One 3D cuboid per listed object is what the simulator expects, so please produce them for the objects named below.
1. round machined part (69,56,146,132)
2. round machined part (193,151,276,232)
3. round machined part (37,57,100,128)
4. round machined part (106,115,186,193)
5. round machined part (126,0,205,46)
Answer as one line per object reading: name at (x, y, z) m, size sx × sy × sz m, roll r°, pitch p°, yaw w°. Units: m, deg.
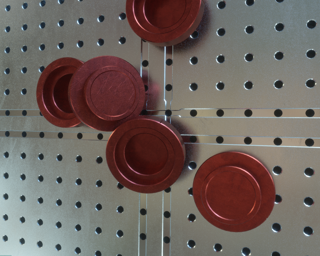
round machined part at (-0.064, -0.044, 0.397) m, size 0.099 × 0.042 × 0.097 m, roll -2°, pitch 95°, yaw -23°
round machined part at (0.087, 0.077, 0.373) m, size 0.098 × 0.042 × 0.097 m, roll 0°, pitch 90°, yaw 19°
round machined part at (-0.124, -0.049, 0.446) m, size 0.098 × 0.042 × 0.097 m, roll 0°, pitch 90°, yaw 19°
round machined part at (-0.016, 0.031, 0.399) m, size 0.098 × 0.042 × 0.097 m, roll 2°, pitch 104°, yaw 9°
round machined part at (0.009, -0.154, 0.400) m, size 0.098 × 0.042 × 0.097 m, roll 0°, pitch 90°, yaw 19°
